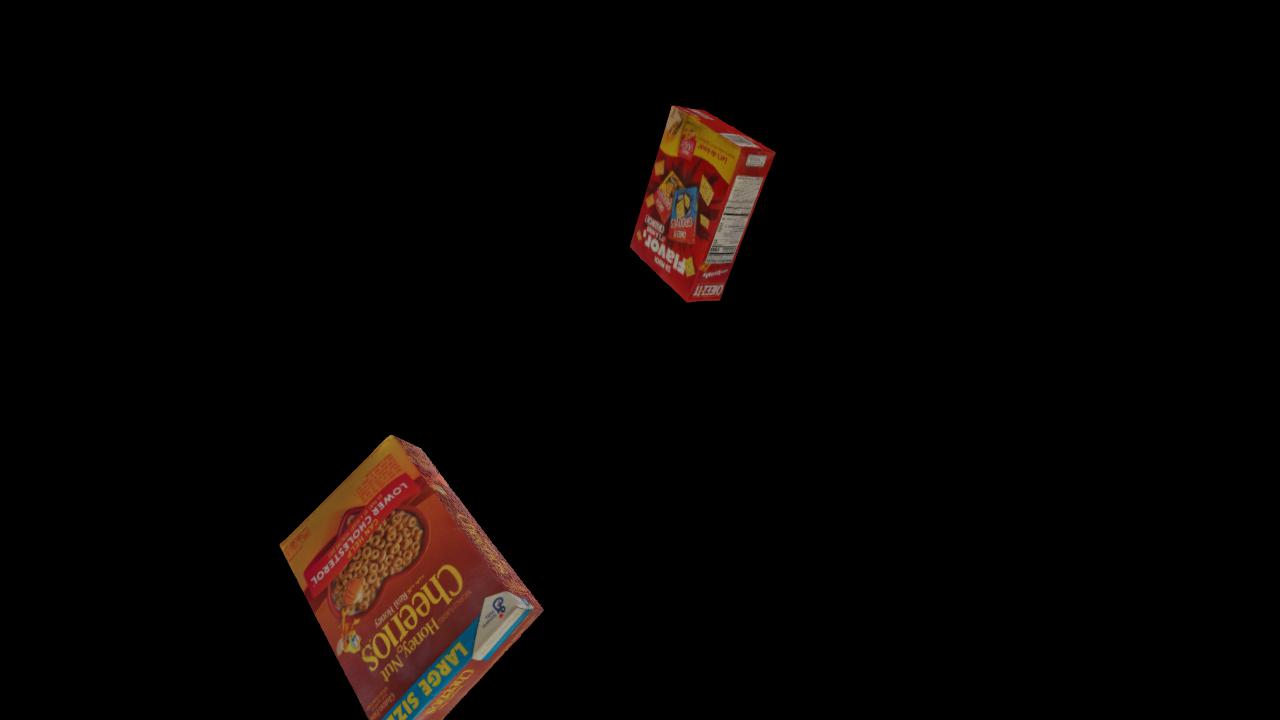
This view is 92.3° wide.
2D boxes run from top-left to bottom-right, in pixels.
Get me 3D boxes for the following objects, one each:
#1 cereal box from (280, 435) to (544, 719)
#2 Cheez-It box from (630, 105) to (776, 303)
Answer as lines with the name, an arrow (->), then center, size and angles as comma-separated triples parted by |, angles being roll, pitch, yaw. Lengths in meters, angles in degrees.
cereal box -> -0.287, 0.266, 0.753 | 0.306, 0.203, 0.081 | 41, -6, 30
Cheez-It box -> 0.078, -0.215, 0.858 | 0.071, 0.223, 0.166 | -6, 39, -34
